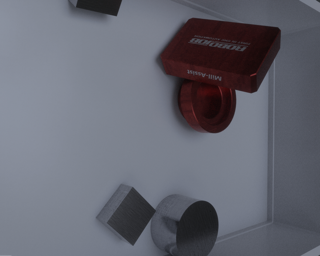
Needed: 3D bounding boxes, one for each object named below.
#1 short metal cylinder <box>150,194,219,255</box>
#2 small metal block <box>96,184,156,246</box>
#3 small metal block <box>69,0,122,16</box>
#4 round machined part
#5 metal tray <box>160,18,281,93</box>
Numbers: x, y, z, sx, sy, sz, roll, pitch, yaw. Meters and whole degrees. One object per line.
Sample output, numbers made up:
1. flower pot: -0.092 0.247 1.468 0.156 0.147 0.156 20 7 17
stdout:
1. short metal cylinder: 0.034 0.134 0.422 0.081 0.050 0.079 0 90 -40
2. small metal block: -0.040 0.104 0.375 0.050 0.025 0.050 52 59 -28
3. small metal block: -0.066 -0.155 0.335 0.050 0.025 0.050 -3 131 -40
4. round machined part: 0.065 -0.041 0.452 0.099 0.042 0.097 0 90 -40
5. metal tray: 0.078 -0.099 0.405 0.090 0.130 0.030 -56 147 -25
